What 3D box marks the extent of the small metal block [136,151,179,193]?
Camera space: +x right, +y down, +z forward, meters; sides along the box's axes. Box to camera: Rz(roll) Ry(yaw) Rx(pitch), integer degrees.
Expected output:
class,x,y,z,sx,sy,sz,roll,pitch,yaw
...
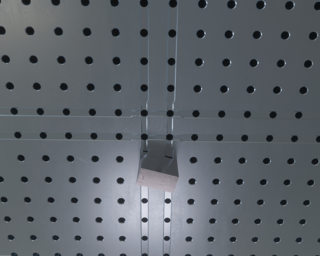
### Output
class,x,y,z,sx,sy,sz,roll,pitch,yaw
small metal block,-0.003,0.059,0.422,0.050,0.050,0.025,15,110,-5
